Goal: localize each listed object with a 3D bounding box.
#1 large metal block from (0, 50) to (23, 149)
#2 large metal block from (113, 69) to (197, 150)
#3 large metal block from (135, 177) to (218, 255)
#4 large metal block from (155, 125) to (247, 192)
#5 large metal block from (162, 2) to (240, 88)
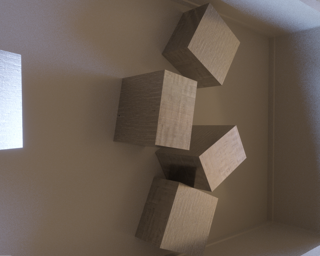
[{"bbox_3d":[-0.158,-0.022,0.239,0.080,0.050,0.079,-3,92,-66],"label":"large metal block"},{"bbox_3d":[-0.007,-0.018,0.367,0.050,0.080,0.080,12,82,-40],"label":"large metal block"},{"bbox_3d":[0.024,0.118,0.413,0.080,0.050,0.080,29,72,-37],"label":"large metal block"},{"bbox_3d":[0.055,0.037,0.420,0.081,0.080,0.050,-34,112,-35],"label":"large metal block"},{"bbox_3d":[0.061,-0.114,0.443,0.080,0.050,0.080,39,66,-34],"label":"large metal block"}]
